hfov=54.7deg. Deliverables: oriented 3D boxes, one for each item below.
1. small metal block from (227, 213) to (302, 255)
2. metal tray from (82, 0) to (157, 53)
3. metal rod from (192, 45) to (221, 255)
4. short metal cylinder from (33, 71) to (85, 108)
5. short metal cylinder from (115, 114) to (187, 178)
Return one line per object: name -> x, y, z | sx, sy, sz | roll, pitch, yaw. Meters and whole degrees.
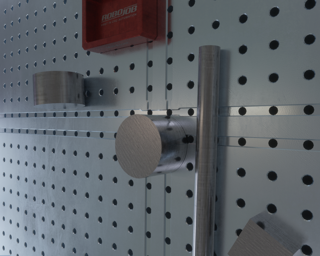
small metal block -> 0.107, 0.127, 0.321 | 0.050, 0.025, 0.050 | 38, 113, 33
metal tray -> -0.064, -0.167, 0.458 | 0.130, 0.030, 0.089 | 0, 90, 40
metal rod -> 0.054, 0.055, 0.364 | 0.025, 0.025, 0.298 | 3, 92, 40
short metal cylinder -> -0.166, -0.060, 0.511 | 0.080, 0.081, 0.050 | -5, 87, 40
short metal cylinder -> -0.012, 0.023, 0.403 | 0.080, 0.050, 0.080 | 0, 90, 40
